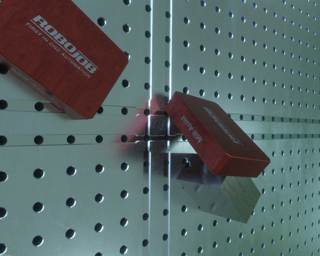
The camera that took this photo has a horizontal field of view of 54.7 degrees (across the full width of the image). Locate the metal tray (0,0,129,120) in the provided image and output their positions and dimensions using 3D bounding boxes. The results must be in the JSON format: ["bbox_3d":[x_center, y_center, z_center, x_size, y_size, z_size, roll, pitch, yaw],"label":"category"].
[{"bbox_3d":[-0.104,-0.080,0.318,0.130,0.030,0.090,42,65,-32],"label":"metal tray"}]

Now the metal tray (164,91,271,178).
[{"bbox_3d":[0.073,0.007,0.409,0.091,0.130,0.030,10,123,-40],"label":"metal tray"}]

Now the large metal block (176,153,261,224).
[{"bbox_3d":[0.084,0.084,0.444,0.050,0.080,0.080,-52,121,-27],"label":"large metal block"}]
